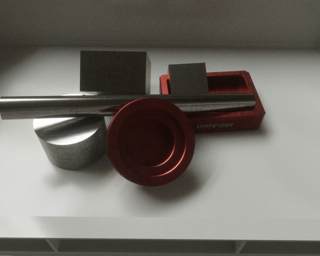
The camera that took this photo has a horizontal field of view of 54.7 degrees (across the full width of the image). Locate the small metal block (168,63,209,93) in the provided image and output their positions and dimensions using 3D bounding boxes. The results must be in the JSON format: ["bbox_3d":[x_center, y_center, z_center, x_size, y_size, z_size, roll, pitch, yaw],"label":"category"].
[{"bbox_3d":[0.038,-0.061,0.427,0.050,0.025,0.050,-4,76,-3],"label":"small metal block"}]

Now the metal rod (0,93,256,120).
[{"bbox_3d":[-0.023,-0.028,0.372,0.303,0.025,0.025,-3,49,-17],"label":"metal rod"}]

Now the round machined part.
[{"bbox_3d":[-0.013,0.017,0.357,0.099,0.042,0.097,2,83,-15],"label":"round machined part"}]

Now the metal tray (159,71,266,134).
[{"bbox_3d":[0.068,-0.037,0.431,0.131,0.030,0.090,-3,50,-4],"label":"metal tray"}]

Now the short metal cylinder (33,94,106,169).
[{"bbox_3d":[-0.107,0.004,0.381,0.081,0.050,0.080,0,50,0],"label":"short metal cylinder"}]

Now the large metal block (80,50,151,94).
[{"bbox_3d":[-0.056,-0.070,0.416,0.080,0.080,0.050,2,92,2],"label":"large metal block"}]
